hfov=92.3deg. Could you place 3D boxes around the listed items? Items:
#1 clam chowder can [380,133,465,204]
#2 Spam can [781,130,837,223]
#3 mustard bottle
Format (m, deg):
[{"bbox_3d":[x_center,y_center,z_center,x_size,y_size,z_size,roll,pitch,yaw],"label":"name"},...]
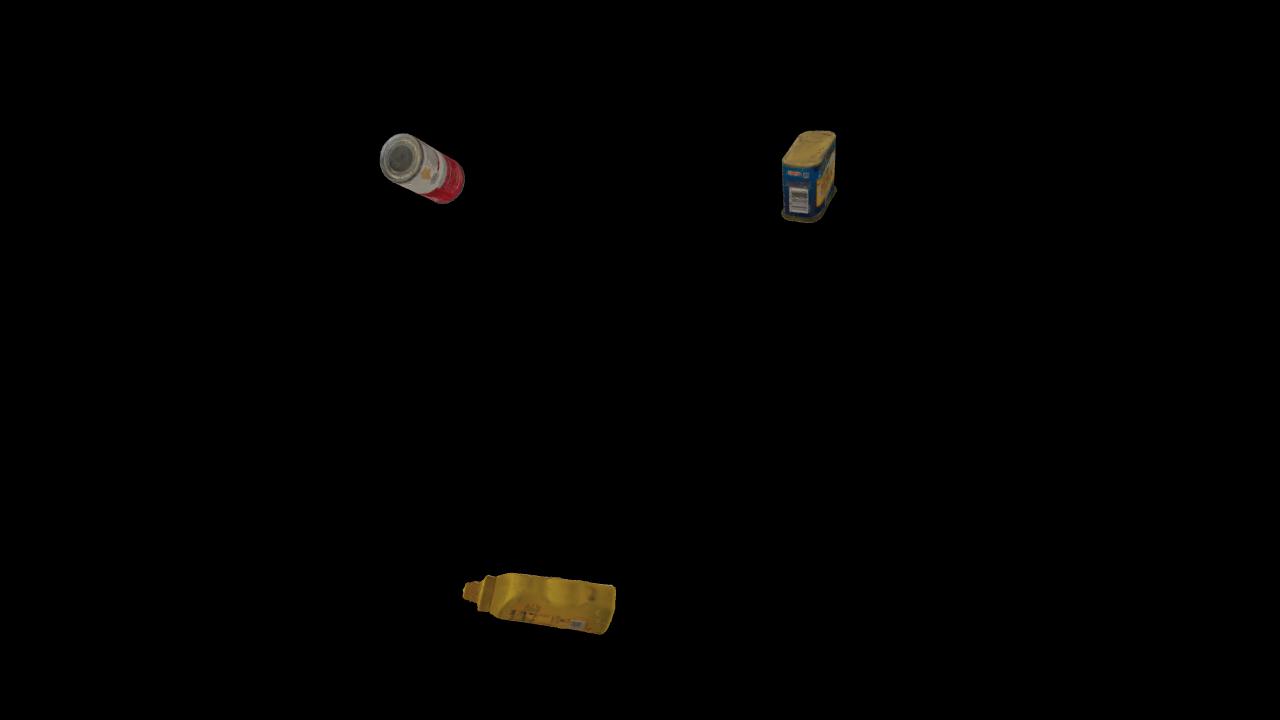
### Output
[{"bbox_3d":[-0.298,-0.261,0.846,0.068,0.068,0.102,0,-2,15],"label":"clam chowder can"},{"bbox_3d":[0.232,-0.252,0.842,0.058,0.085,0.101,14,51,27],"label":"Spam can"},{"bbox_3d":[-0.127,0.300,0.765,0.184,0.054,0.092,12,-37,-9],"label":"mustard bottle"}]
